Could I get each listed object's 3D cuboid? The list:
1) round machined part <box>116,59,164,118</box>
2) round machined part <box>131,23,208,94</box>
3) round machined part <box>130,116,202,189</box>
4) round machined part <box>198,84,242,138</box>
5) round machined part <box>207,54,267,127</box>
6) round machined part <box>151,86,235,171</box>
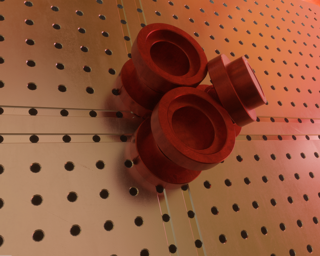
[{"bbox_3d":[-0.008,-0.063,0.432,0.099,0.042,0.098,13,56,-21],"label":"round machined part"},{"bbox_3d":[0.009,-0.083,0.398,0.099,0.042,0.098,13,56,-21],"label":"round machined part"},{"bbox_3d":[0.015,0.024,0.391,0.099,0.042,0.098,13,56,-21],"label":"round machined part"},{"bbox_3d":[0.081,-0.025,0.456,0.099,0.042,0.098,13,56,-21],"label":"round machined part"},{"bbox_3d":[0.105,-0.054,0.405,0.098,0.042,0.098,45,30,-35],"label":"round machined part"},{"bbox_3d":[0.034,0.004,0.358,0.099,0.042,0.098,13,56,-21],"label":"round machined part"}]
